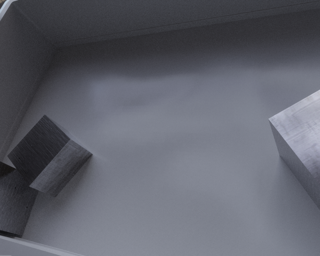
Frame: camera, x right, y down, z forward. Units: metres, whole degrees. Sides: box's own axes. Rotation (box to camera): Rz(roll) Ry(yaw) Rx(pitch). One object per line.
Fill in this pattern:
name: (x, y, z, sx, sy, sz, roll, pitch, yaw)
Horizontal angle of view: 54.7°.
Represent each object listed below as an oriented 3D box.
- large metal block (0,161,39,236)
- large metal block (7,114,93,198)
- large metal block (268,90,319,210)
large metal block: (-0.223, 0.097, 0.428, 0.050, 0.080, 0.080, -3, 60, 27)
large metal block: (-0.160, 0.039, 0.450, 0.080, 0.050, 0.080, 34, 80, 38)
large metal block: (0.147, 0.027, 0.277, 0.050, 0.080, 0.080, -31, 52, 8)
